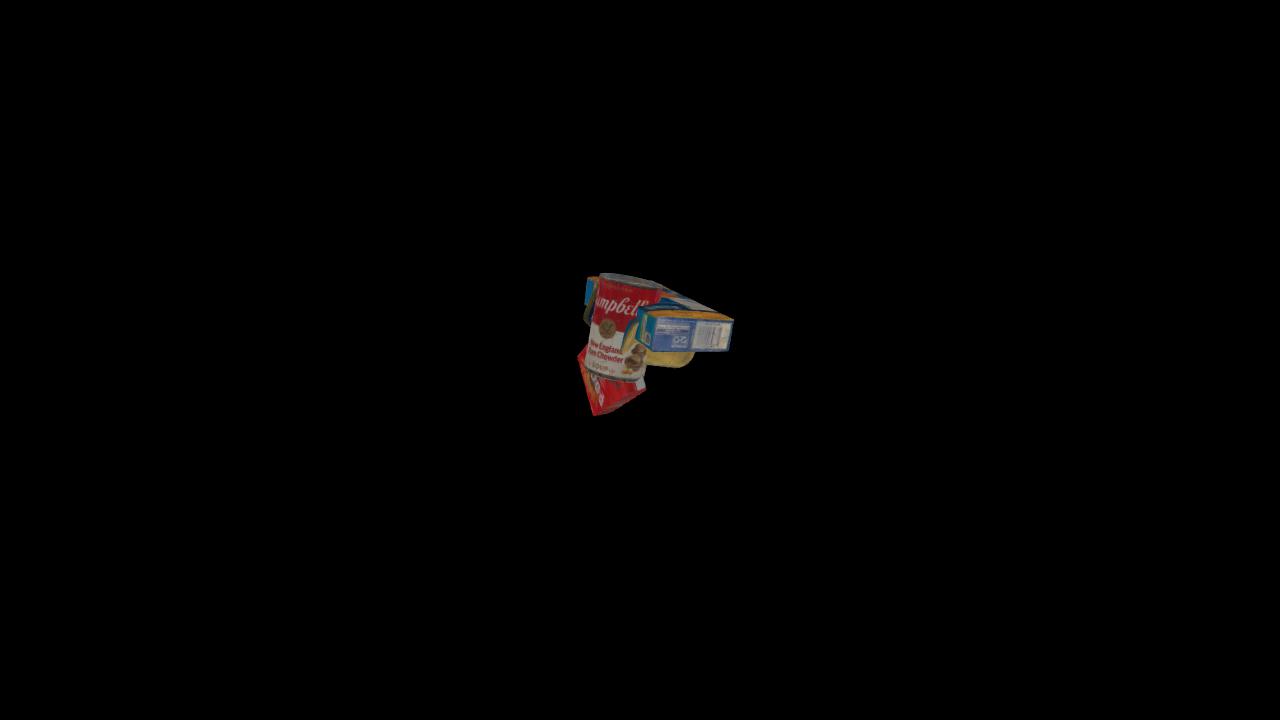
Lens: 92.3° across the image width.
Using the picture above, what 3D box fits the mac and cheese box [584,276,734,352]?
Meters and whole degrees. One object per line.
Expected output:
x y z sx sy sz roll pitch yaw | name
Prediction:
0.014 -0.053 0.674 0.093 0.041 0.184 -1 20 -27 | mac and cheese box

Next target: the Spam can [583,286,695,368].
0.004 -0.036 0.666 0.101 0.058 0.085 6 28 -37 | Spam can

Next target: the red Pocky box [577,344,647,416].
-0.037 0.014 0.710 0.028 0.083 0.155 -14 -9 -20 | red Pocky box

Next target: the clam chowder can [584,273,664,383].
-0.018 -0.034 0.644 0.068 0.102 0.068 11 14 -3 | clam chowder can
